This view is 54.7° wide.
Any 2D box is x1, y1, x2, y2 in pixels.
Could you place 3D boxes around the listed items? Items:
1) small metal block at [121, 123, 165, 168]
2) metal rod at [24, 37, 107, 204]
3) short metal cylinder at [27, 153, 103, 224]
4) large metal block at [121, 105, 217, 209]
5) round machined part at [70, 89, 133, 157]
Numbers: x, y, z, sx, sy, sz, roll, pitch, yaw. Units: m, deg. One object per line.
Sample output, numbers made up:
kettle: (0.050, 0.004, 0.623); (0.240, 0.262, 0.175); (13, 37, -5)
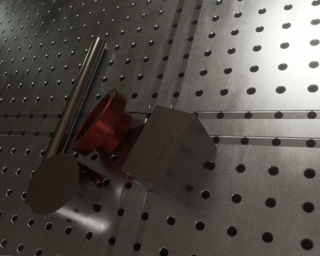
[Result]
small metal block: (-0.022, 0.025, 0.398); (0.050, 0.025, 0.050); (-23, 52, 27)
metal rod: (-0.142, -0.023, 0.494); (0.025, 0.025, 0.300); (1, 62, 28)
short metal cylinder: (-0.124, 0.080, 0.406); (0.080, 0.050, 0.080); (-13, 56, 20)
large metal block: (0.014, 0.033, 0.344); (0.050, 0.080, 0.080); (17, 70, 34)
round machined part: (-0.073, -0.002, 0.416); (0.098, 0.042, 0.098); (-44, 21, 22)
